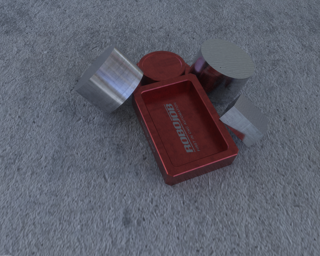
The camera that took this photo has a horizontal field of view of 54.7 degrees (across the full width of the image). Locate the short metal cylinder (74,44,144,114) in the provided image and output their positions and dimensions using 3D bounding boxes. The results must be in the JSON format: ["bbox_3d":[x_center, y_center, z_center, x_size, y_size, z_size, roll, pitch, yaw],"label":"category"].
[{"bbox_3d":[-0.068,-0.065,0.414,0.050,0.080,0.080,41,48,-24],"label":"short metal cylinder"}]

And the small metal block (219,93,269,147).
[{"bbox_3d":[0.108,-0.011,0.392,0.050,0.025,0.050,45,34,1],"label":"small metal block"}]

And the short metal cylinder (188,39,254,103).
[{"bbox_3d":[0.086,-0.082,0.445,0.081,0.050,0.080,11,50,-14],"label":"short metal cylinder"}]

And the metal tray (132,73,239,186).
[{"bbox_3d":[0.027,-0.003,0.390,0.091,0.030,0.130,-17,62,-14],"label":"metal tray"}]

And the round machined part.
[{"bbox_3d":[0.003,-0.078,0.460,0.099,0.042,0.098,0,50,0],"label":"round machined part"}]
